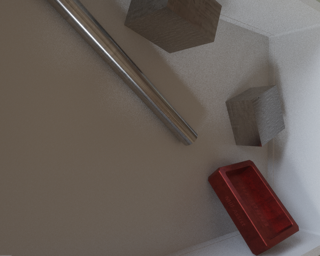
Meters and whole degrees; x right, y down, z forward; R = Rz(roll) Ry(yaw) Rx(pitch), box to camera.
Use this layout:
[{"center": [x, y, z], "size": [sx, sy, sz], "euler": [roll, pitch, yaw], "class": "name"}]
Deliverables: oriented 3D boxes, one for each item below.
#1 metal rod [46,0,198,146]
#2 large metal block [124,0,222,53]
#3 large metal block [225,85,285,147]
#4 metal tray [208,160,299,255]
[{"center": [-0.047, -0.077, 0.368], "size": [0.300, 0.025, 0.025], "euler": [46, 63, -31], "class": "metal rod"}, {"center": [0.016, -0.140, 0.386], "size": [0.080, 0.080, 0.050], "euler": [22, 76, -38], "class": "large metal block"}, {"center": [0.165, -0.022, 0.532], "size": [0.081, 0.050, 0.080], "euler": [-28, 108, -37], "class": "large metal block"}, {"center": [0.143, 0.116, 0.477], "size": [0.091, 0.030, 0.130], "euler": [-6, 55, -40], "class": "metal tray"}]
